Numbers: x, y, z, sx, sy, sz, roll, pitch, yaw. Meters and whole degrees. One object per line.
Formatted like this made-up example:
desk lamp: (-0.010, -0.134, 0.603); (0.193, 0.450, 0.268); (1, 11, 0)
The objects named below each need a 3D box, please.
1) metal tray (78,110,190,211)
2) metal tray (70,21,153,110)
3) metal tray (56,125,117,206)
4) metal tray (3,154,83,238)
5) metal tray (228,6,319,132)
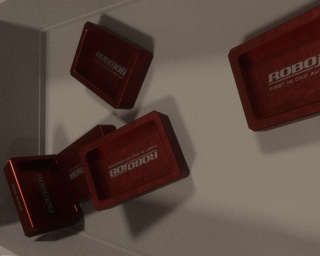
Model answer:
metal tray: (-0.037, 0.045, 0.407); (0.130, 0.030, 0.090); (-26, 73, 18)
metal tray: (-0.078, -0.095, 0.465); (0.130, 0.030, 0.089); (36, 112, 33)
metal tray: (-0.110, 0.061, 0.492); (0.130, 0.030, 0.090); (-31, 71, 35)
metal tray: (-0.196, 0.108, 0.523); (0.030, 0.091, 0.130); (-45, 63, 30)
metal tray: (0.137, -0.056, 0.289); (0.130, 0.030, 0.090); (-21, 77, 37)
